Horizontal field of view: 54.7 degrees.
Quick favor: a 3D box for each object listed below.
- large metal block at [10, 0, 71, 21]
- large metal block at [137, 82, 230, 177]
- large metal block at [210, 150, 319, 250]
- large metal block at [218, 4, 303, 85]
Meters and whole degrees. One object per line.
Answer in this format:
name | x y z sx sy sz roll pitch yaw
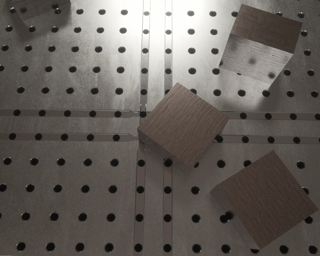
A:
large metal block | -0.197 -0.225 0.478 0.080 0.050 0.080 -26 72 -9
large metal block | 0.029 0.002 0.398 0.080 0.050 0.080 36 74 12
large metal block | 0.120 0.086 0.369 0.080 0.050 0.080 -29 73 -11
large metal block | 0.134 -0.112 0.425 0.080 0.080 0.050 21 71 7
